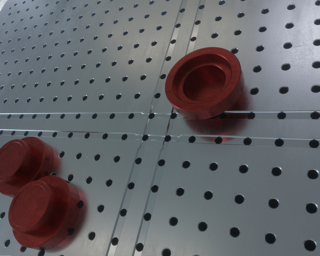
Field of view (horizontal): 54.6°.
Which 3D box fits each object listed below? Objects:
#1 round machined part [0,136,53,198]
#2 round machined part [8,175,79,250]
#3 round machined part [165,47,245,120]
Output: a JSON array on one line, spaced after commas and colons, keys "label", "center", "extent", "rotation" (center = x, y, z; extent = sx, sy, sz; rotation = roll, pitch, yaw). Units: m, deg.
[{"label": "round machined part", "center": [-0.219, 0.056, 0.480], "extent": [0.098, 0.042, 0.098], "rotation": [-13, 56, 21]}, {"label": "round machined part", "center": [-0.162, 0.109, 0.417], "extent": [0.098, 0.042, 0.098], "rotation": [-13, 56, 21]}, {"label": "round machined part", "center": [0.060, -0.053, 0.399], "extent": [0.098, 0.042, 0.098], "rotation": [-13, 56, 21]}]
